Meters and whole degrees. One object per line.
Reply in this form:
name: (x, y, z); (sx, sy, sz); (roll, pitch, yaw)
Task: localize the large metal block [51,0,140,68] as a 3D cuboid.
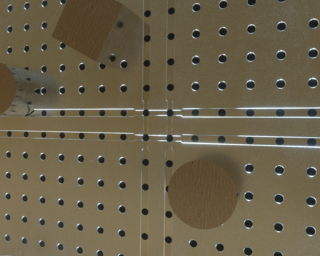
large metal block: (-0.089, -0.141, 0.431); (0.080, 0.050, 0.080); (31, 100, 17)

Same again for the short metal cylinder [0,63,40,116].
short metal cylinder: (-0.237, -0.058, 0.483); (0.080, 0.050, 0.079); (0, 90, 20)

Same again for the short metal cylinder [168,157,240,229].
short metal cylinder: (0.056, 0.076, 0.380); (0.080, 0.050, 0.079); (0, 90, 20)
